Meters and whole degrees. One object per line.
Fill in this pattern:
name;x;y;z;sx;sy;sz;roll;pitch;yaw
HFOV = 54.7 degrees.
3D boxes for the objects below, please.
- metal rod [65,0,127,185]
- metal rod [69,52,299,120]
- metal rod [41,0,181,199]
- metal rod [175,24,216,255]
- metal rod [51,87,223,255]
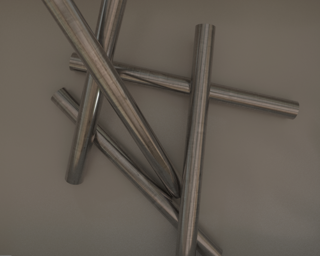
metal rod;-0.070;-0.060;0.350;0.025;0.025;0.298;19;115;0
metal rod;0.032;-0.056;0.411;0.302;0.025;0.025;12;90;0
metal rod;-0.041;-0.028;0.342;0.025;0.025;0.299;-31;119;0
metal rod;0.044;0.023;0.385;0.025;0.025;0.298;5;90;0
metal rod;-0.030;0.063;0.411;0.025;0.025;0.300;-44;90;0
